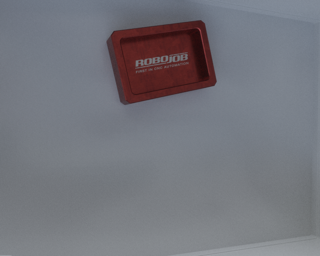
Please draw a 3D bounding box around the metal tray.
[{"bbox_3d":[0.004,-0.087,0.410,0.131,0.030,0.089,-14,95,-20],"label":"metal tray"}]
